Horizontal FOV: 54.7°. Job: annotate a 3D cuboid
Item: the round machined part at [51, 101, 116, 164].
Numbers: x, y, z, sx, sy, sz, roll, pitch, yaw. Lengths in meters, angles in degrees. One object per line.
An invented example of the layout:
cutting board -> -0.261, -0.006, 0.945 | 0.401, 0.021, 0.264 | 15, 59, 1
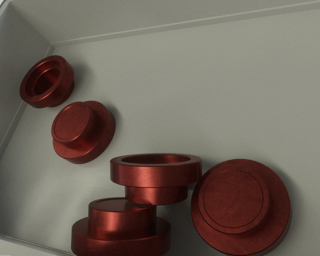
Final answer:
round machined part -> -0.119, 0.000, 0.455 | 0.098, 0.042, 0.098 | -13, 56, 20

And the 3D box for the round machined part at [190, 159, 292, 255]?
round machined part -> 0.077, 0.075, 0.308 | 0.098, 0.042, 0.098 | -13, 56, 20

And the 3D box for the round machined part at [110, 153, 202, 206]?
round machined part -> -0.004, 0.054, 0.336 | 0.098, 0.099, 0.042 | 0, 93, 28

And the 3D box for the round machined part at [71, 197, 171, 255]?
round machined part -> -0.038, 0.097, 0.313 | 0.098, 0.098, 0.042 | 1, 88, 28

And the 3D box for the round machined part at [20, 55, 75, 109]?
round machined part -> -0.189, -0.075, 0.537 | 0.098, 0.042, 0.098 | -13, 56, 20
